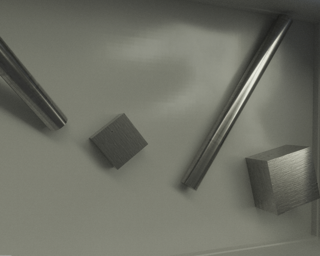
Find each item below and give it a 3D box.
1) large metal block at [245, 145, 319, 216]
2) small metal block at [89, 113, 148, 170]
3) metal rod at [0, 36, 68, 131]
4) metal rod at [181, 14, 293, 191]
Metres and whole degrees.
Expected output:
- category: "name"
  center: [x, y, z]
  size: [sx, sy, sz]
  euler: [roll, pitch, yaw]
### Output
- category: "large metal block"
  center: [0.185, 0.075, 0.468]
  size: [0.081, 0.050, 0.080]
  euler: [-14, 95, -20]
- category: "small metal block"
  center: [-0.052, 0.016, 0.392]
  size: [0.050, 0.025, 0.050]
  euler: [-40, 103, -16]
- category: "metal rod"
  center: [-0.178, -0.106, 0.274]
  size: [0.025, 0.025, 0.299]
  euler: [-42, 131, -15]
- category: "metal rod"
  center: [0.117, -0.044, 0.455]
  size: [0.025, 0.025, 0.300]
  euler: [35, 78, -17]
